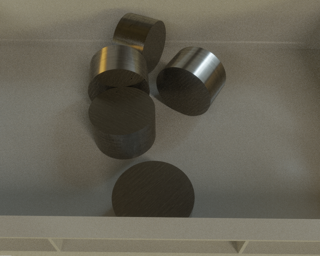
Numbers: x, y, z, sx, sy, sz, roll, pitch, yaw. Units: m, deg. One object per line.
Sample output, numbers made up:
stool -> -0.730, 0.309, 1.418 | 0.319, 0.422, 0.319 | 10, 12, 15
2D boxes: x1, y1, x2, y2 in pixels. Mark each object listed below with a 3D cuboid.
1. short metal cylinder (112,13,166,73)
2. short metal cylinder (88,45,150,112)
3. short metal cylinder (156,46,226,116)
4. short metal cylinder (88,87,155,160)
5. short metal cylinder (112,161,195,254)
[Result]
short metal cylinder -> -0.031, -0.132, 0.480 | 0.050, 0.080, 0.080 | 21, 53, 16
short metal cylinder -> -0.056, -0.065, 0.424 | 0.081, 0.080, 0.050 | -4, 50, -4
short metal cylinder -> 0.042, -0.063, 0.422 | 0.080, 0.080, 0.050 | 24, 54, 19
short metal cylinder -> -0.046, -0.007, 0.394 | 0.080, 0.050, 0.080 | 0, 50, 0
short metal cylinder -> -0.007, 0.081, 0.320 | 0.080, 0.050, 0.080 | 0, 50, 0
